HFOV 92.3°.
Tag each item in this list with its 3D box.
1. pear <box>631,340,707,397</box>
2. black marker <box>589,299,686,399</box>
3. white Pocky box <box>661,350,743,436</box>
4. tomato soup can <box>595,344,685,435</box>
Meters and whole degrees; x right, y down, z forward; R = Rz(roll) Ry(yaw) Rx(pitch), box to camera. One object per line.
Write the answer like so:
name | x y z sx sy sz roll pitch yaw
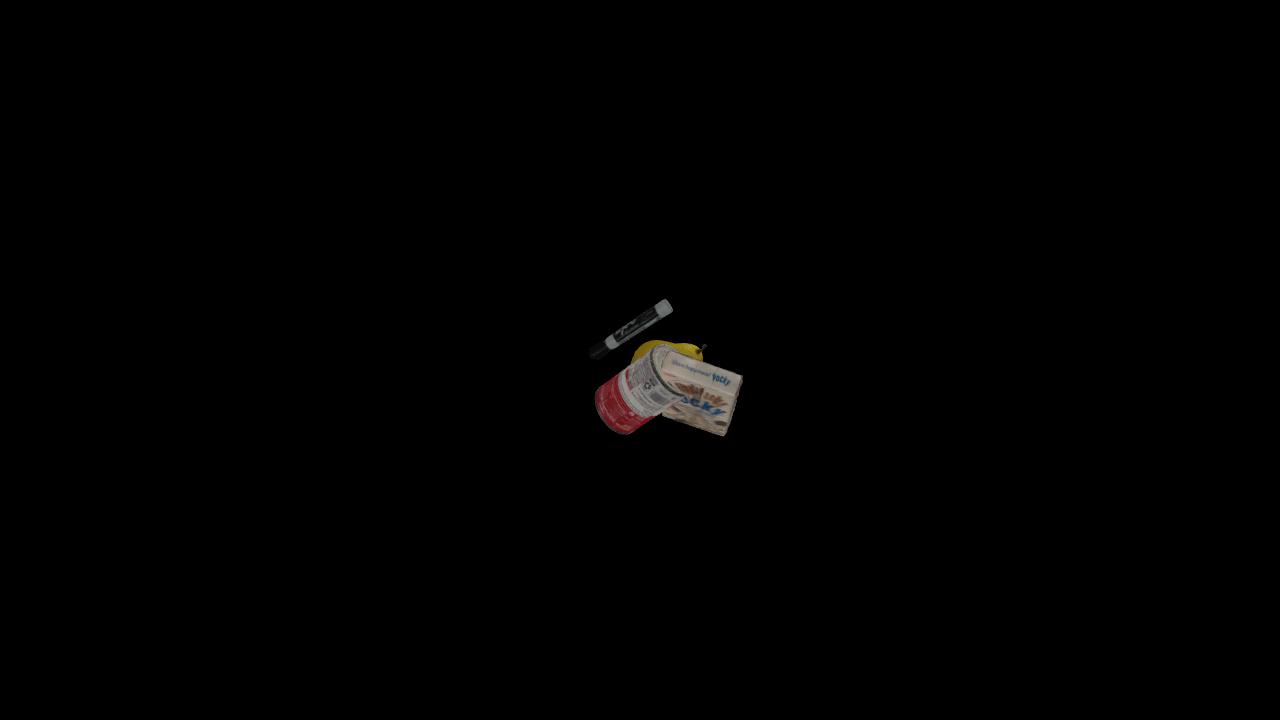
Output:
pear | 0.045 0.006 0.735 0.111 0.080 0.080 -20 -12 36
black marker | -0.014 -0.036 0.761 0.121 0.020 0.020 -33 -11 18
white Pocky box | 0.066 0.042 0.694 0.084 0.028 0.154 19 -21 11
tomato soup can | 0.005 0.033 0.702 0.068 0.068 0.101 0 -30 -49
